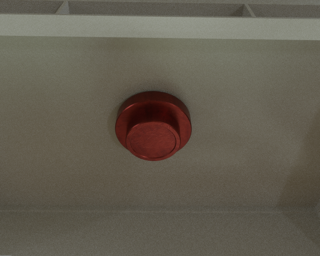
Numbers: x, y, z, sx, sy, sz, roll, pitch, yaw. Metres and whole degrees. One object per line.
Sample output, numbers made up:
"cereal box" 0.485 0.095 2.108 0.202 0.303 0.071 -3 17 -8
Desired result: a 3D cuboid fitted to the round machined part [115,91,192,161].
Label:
"round machined part" -0.008 0.005 0.398 0.099 0.042 0.097 0 130 0
